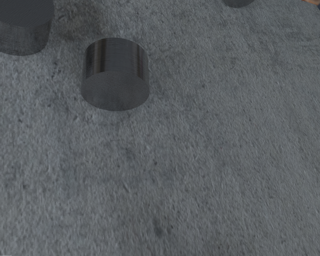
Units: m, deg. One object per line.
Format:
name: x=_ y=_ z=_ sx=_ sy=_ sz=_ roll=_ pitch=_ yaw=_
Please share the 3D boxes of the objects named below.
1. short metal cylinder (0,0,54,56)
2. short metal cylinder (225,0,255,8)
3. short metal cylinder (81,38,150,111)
short metal cylinder: x=-0.175 y=-0.135 z=0.377 sx=0.081 sy=0.050 sz=0.080 roll=14 pitch=56 yaw=-21
short metal cylinder: x=0.167 y=-0.299 z=0.644 sx=0.081 sy=0.080 sz=0.050 roll=2 pitch=61 yaw=-28
short metal cylinder: x=-0.054 y=-0.063 z=0.379 sx=0.081 sy=0.080 sz=0.050 roll=10 pitch=58 yaw=-23
